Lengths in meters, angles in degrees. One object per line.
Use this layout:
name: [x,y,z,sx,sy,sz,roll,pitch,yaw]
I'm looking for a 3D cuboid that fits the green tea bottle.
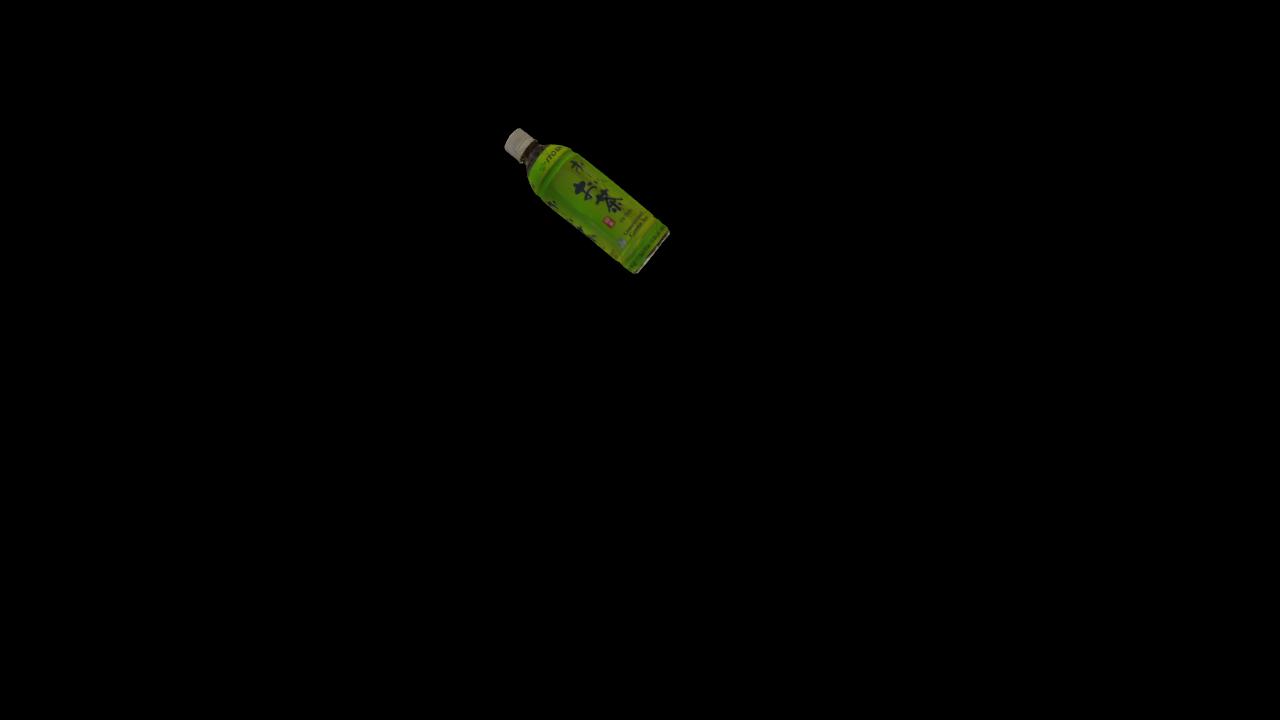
green tea bottle: [-0.066,-0.191,0.722,0.212,0.073,0.073,38,-3,-4]
